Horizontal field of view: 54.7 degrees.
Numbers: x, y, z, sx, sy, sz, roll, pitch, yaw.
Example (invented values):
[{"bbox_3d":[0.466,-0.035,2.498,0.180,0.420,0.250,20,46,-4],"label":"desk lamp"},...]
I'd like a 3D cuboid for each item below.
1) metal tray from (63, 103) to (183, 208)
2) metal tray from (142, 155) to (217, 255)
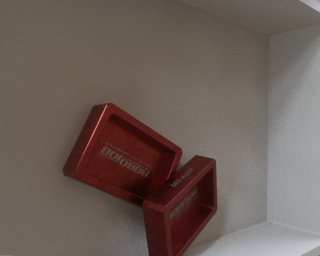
[{"bbox_3d":[-0.037,0.039,0.373,0.130,0.030,0.090,34,69,-35],"label":"metal tray"},{"bbox_3d":[0.032,0.103,0.403,0.131,0.030,0.089,-32,124,-48],"label":"metal tray"}]
